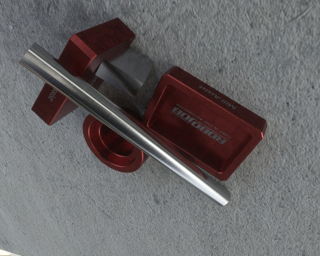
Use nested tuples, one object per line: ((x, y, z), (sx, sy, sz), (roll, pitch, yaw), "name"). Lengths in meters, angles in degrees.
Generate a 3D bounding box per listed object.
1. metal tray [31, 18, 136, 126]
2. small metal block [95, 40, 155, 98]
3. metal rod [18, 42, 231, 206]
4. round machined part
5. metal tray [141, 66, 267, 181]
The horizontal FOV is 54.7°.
((-0.092, -0.066, 0.371), (0.030, 0.090, 0.129), (45, 129, -3), "metal tray")
((-0.039, -0.070, 0.362), (0.050, 0.050, 0.025), (31, 132, -10), "small metal block")
((-0.019, 0.013, 0.356), (0.301, 0.025, 0.025), (38, 133, -27), "metal rod")
((-0.054, 0.010, 0.426), (0.098, 0.042, 0.097), (18, 131, 23), "round machined part")
((0.048, -0.004, 0.376), (0.130, 0.030, 0.089), (33, 129, 6), "metal tray")
